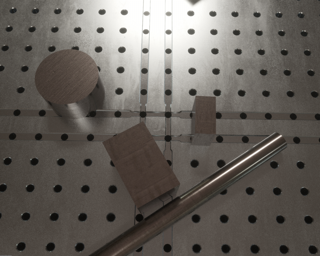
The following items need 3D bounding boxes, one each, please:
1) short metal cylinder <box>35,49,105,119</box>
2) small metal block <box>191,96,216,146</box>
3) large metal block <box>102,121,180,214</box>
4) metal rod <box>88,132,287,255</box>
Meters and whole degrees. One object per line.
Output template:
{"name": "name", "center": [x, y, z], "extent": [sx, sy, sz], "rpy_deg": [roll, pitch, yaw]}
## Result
{"name": "short metal cylinder", "center": [-0.119, -0.058, 0.418], "extent": [0.081, 0.050, 0.080], "rpy_deg": [0, 70, 0]}
{"name": "small metal block", "center": [0.056, -0.008, 0.402], "extent": [0.025, 0.050, 0.050], "rpy_deg": [3, 70, 1]}
{"name": "large metal block", "center": [-0.021, 0.050, 0.364], "extent": [0.050, 0.080, 0.080], "rpy_deg": [-28, 73, -10]}
{"name": "metal rod", "center": [0.031, 0.093, 0.378], "extent": [0.301, 0.025, 0.025], "rpy_deg": [-31, 73, -11]}
